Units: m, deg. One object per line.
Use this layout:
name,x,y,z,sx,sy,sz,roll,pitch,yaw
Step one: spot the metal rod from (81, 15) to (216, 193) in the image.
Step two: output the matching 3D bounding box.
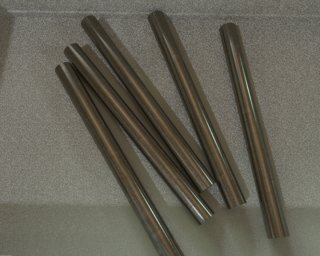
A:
metal rod,-0.024,-0.043,0.424,0.025,0.025,0.299,-32,73,-11

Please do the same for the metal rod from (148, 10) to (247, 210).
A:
metal rod,0.043,-0.037,0.423,0.025,0.025,0.299,-18,71,-7

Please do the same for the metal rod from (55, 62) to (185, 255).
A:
metal rod,-0.059,0.035,0.395,0.025,0.025,0.299,-30,73,-11

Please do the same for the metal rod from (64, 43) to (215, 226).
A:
metal rod,-0.036,-0.002,0.409,0.025,0.025,0.300,-36,74,-12

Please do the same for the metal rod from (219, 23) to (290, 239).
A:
metal rod,0.121,-0.011,0.415,0.025,0.025,0.299,-7,70,-3
